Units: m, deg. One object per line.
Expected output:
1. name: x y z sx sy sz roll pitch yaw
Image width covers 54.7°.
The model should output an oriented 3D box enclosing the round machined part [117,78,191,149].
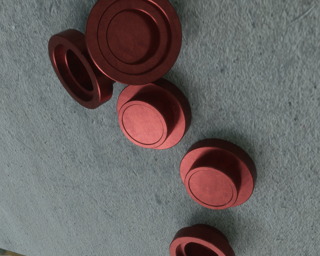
1. round machined part: -0.013 -0.013 0.395 0.098 0.042 0.097 13 124 21

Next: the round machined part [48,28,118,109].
1. round machined part: -0.090 -0.076 0.383 0.098 0.042 0.097 33 143 29

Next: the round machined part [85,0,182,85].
1. round machined part: -0.030 -0.097 0.330 0.099 0.042 0.097 -4 106 -16

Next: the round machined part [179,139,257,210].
1. round machined part: 0.071 0.066 0.399 0.098 0.042 0.097 13 124 21

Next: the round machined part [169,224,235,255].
1. round machined part: 0.068 0.187 0.476 0.098 0.042 0.097 13 124 21
